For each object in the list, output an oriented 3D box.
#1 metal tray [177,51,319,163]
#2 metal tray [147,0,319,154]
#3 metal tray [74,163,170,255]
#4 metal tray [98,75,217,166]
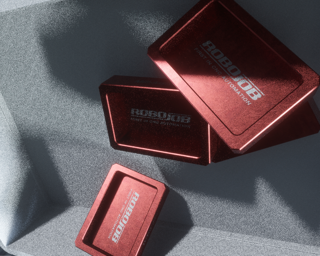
[{"bbox_3d":[0.094,-0.019,0.343,0.130,0.030,0.090,-23,106,36],"label":"metal tray"},{"bbox_3d":[0.061,-0.053,0.282,0.090,0.030,0.130,-41,70,7],"label":"metal tray"},{"bbox_3d":[-0.053,0.127,0.451,0.090,0.130,0.030,20,166,18],"label":"metal tray"},{"bbox_3d":[-0.002,-0.011,0.359,0.130,0.030,0.089,8,122,24],"label":"metal tray"}]
